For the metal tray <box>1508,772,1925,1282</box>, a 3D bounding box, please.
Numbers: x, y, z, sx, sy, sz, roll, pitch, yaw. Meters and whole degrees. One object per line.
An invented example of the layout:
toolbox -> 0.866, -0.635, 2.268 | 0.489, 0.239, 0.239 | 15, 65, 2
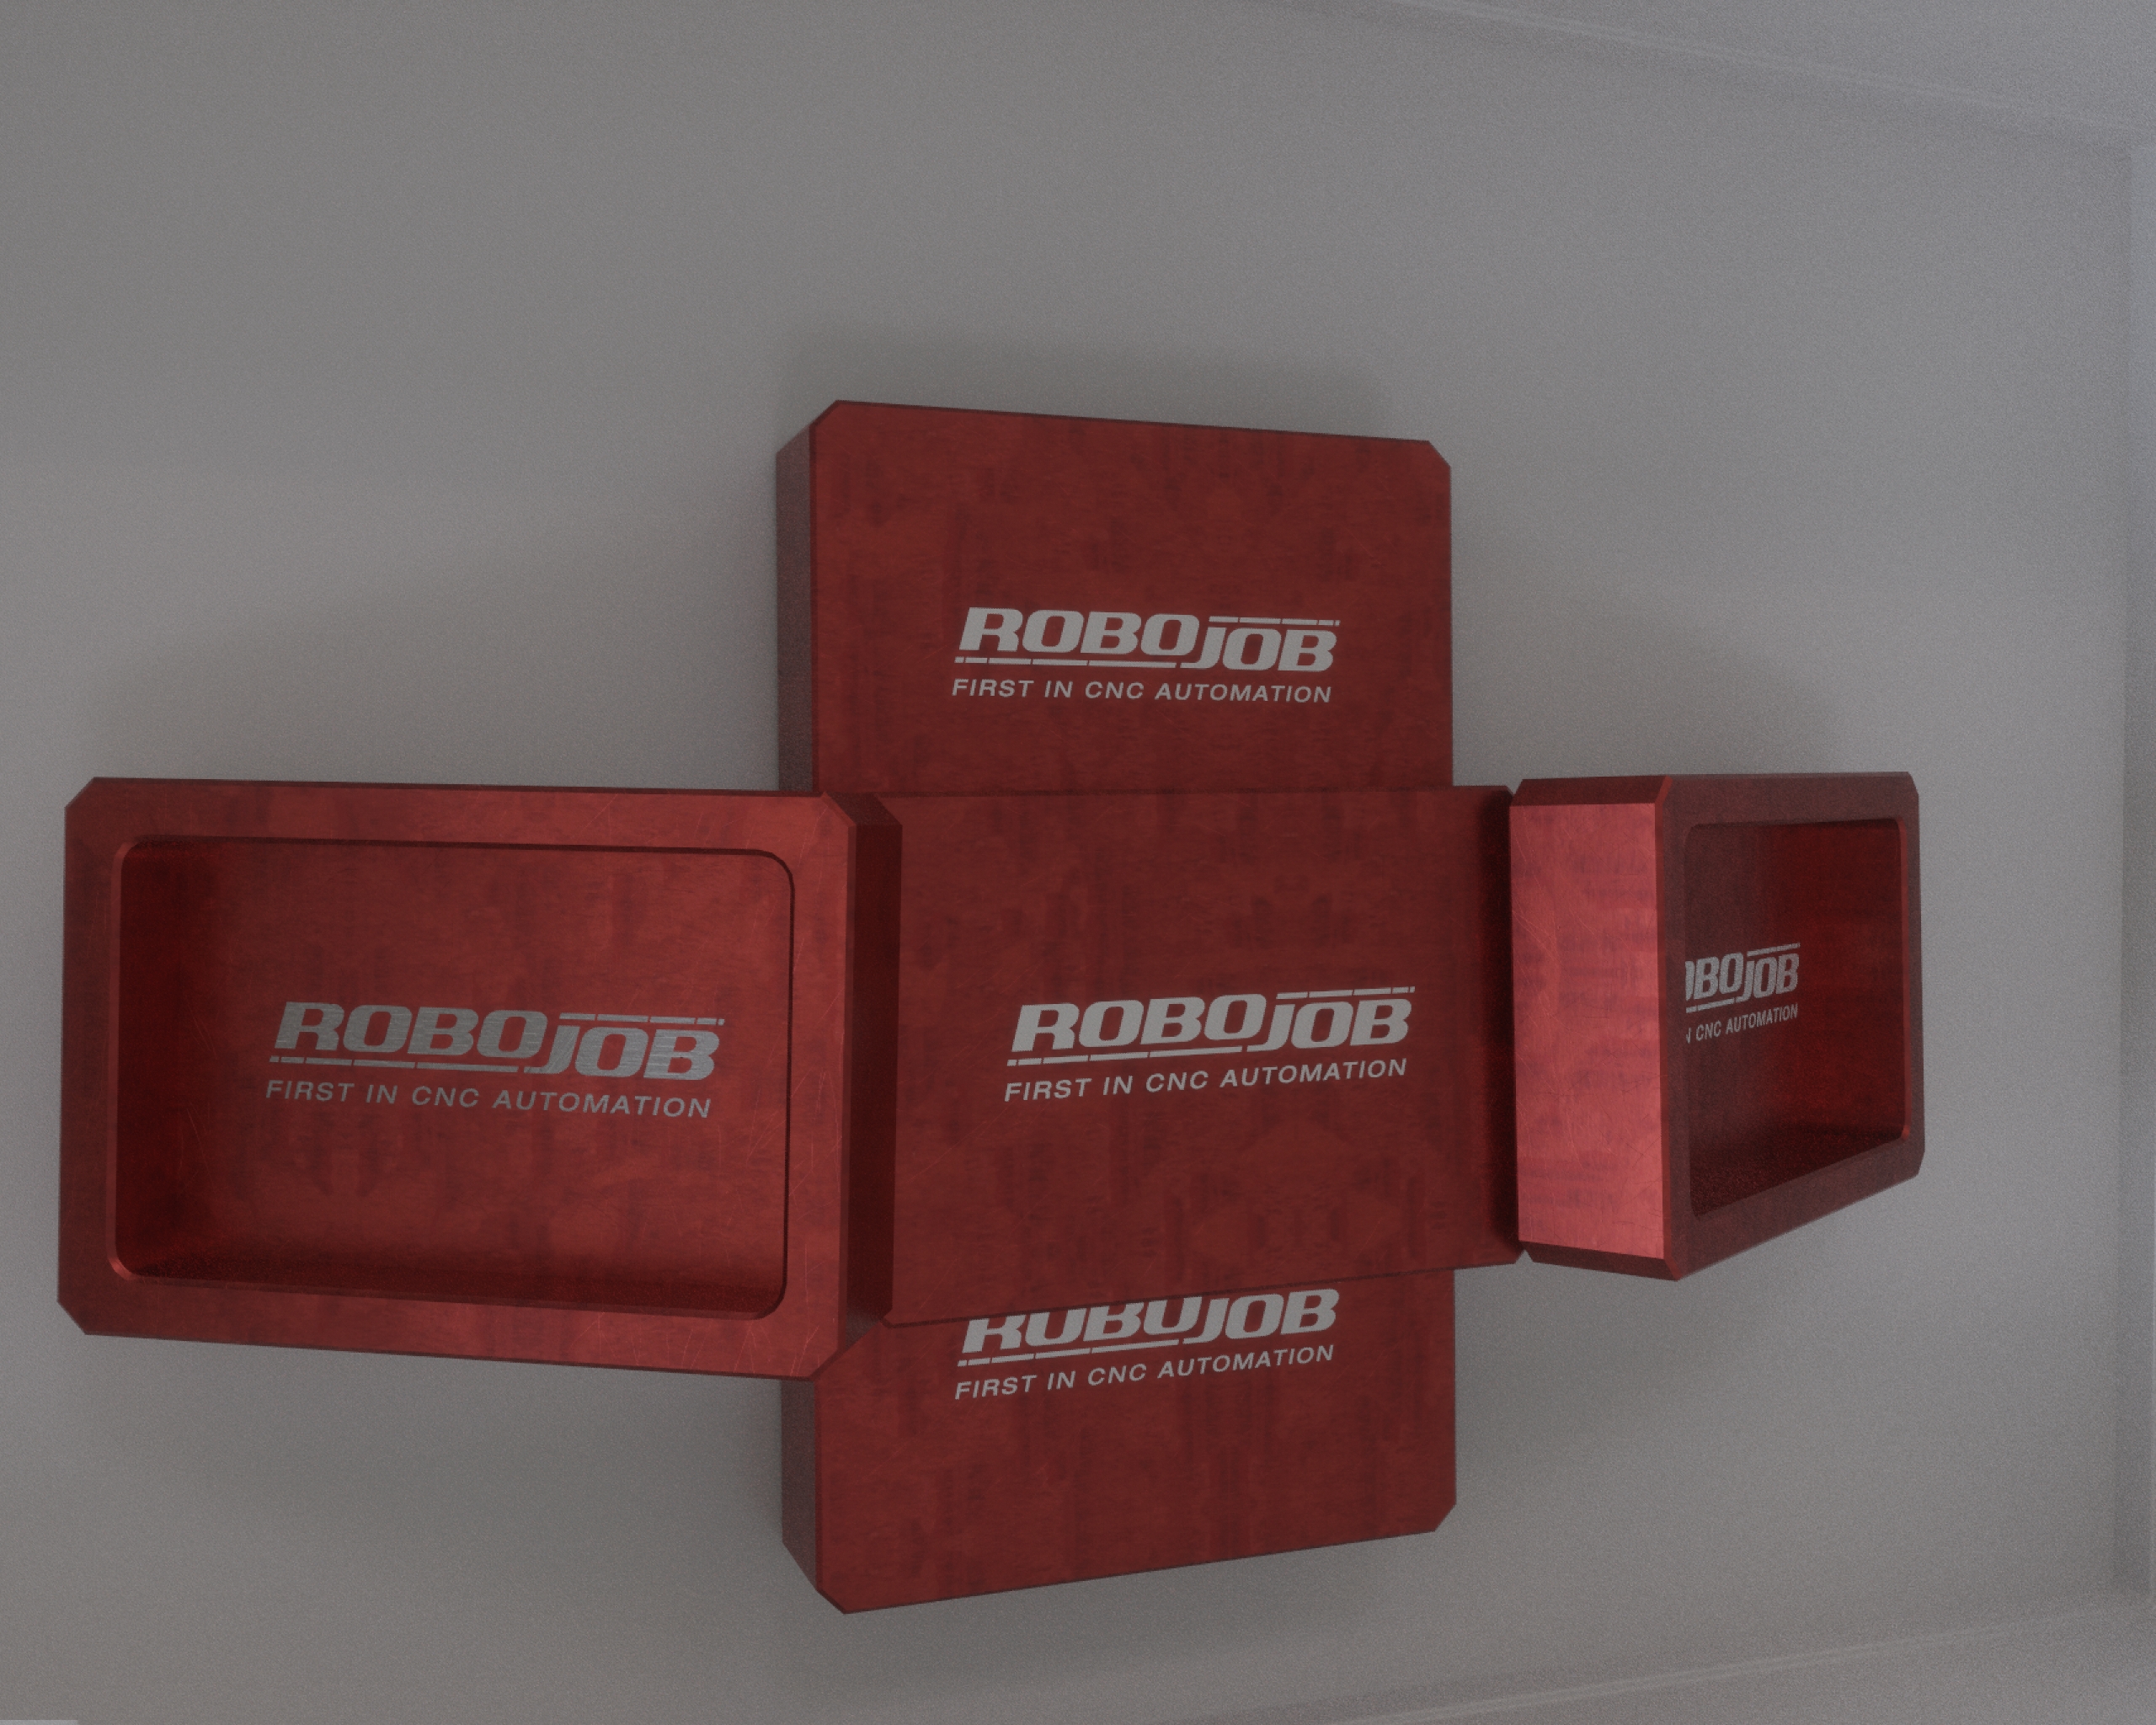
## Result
metal tray -> 0.133, 0.027, 0.422 | 0.131, 0.030, 0.089 | -3, 92, -49

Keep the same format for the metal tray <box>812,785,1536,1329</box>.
metal tray -> 0.019, 0.032, 0.381 | 0.131, 0.030, 0.089 | -1, 90, -21

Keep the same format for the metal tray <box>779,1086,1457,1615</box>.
metal tray -> 0.009, 0.090, 0.408 | 0.131, 0.030, 0.089 | -1, 90, -21

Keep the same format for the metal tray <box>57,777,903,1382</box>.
metal tray -> -0.096, 0.032, 0.338 | 0.131, 0.030, 0.089 | 1, 91, 9

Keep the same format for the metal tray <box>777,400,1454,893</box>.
metal tray -> 0.009, -0.039, 0.408 | 0.131, 0.030, 0.089 | -1, 90, -21
